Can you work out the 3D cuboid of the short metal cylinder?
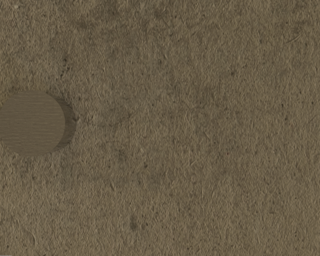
[{"bbox_3d":[-0.154,-0.006,0.396,0.081,0.050,0.080,0,90,0],"label":"short metal cylinder"}]
